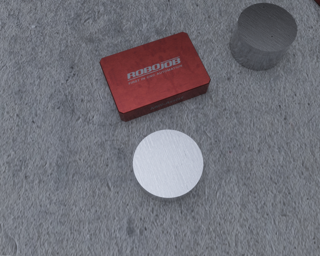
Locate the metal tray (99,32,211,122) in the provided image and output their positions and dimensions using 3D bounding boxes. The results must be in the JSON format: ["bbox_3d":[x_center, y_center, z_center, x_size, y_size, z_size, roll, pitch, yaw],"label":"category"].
[{"bbox_3d":[-0.007,-0.073,0.432,0.131,0.030,0.090,-20,71,-8],"label":"metal tray"}]

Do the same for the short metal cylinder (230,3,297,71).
[{"bbox_3d":[0.146,-0.129,0.443,0.081,0.050,0.080,0,70,0],"label":"short metal cylinder"}]

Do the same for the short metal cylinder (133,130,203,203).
[{"bbox_3d":[0.009,0.048,0.377,0.081,0.050,0.080,0,70,0],"label":"short metal cylinder"}]

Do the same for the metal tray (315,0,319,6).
[{"bbox_3d":[0.304,-0.202,0.481,0.090,0.030,0.130,-28,72,-10],"label":"metal tray"}]
